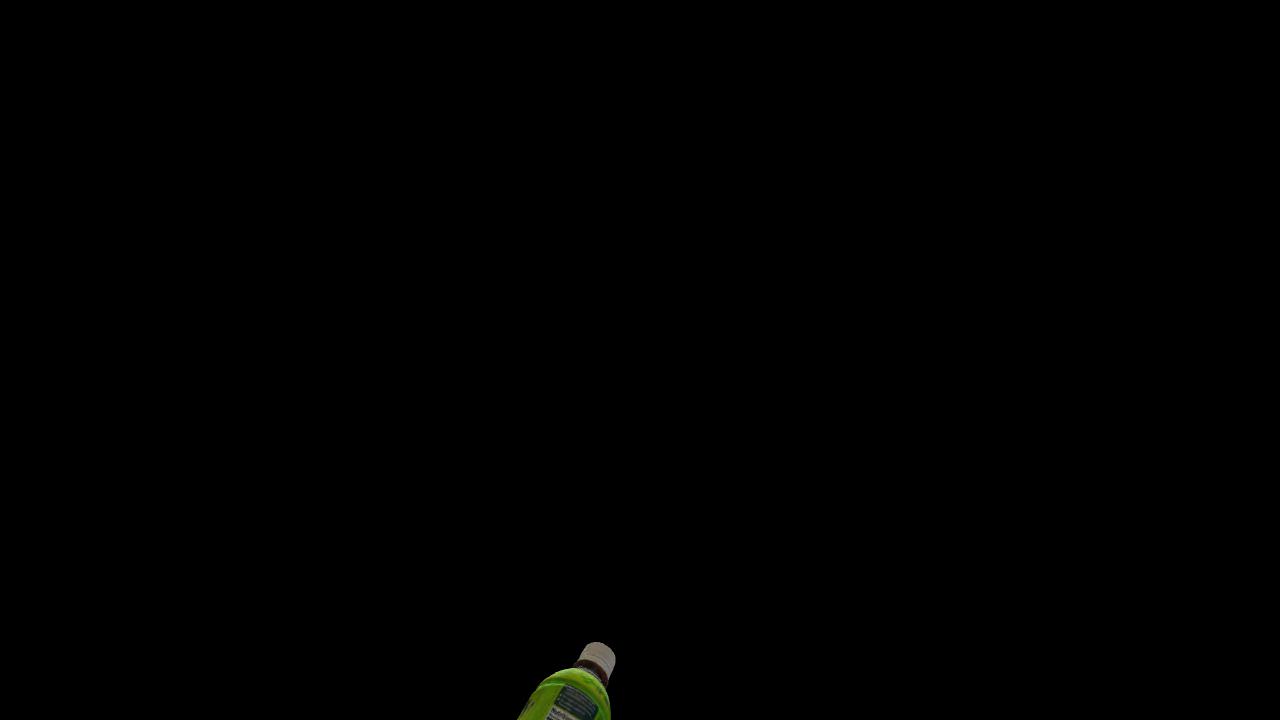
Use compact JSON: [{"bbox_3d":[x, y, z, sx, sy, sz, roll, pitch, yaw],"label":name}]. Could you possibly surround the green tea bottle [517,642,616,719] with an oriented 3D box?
[{"bbox_3d":[-0.068,0.296,0.454,0.073,0.073,0.212,0,18,22],"label":"green tea bottle"}]
